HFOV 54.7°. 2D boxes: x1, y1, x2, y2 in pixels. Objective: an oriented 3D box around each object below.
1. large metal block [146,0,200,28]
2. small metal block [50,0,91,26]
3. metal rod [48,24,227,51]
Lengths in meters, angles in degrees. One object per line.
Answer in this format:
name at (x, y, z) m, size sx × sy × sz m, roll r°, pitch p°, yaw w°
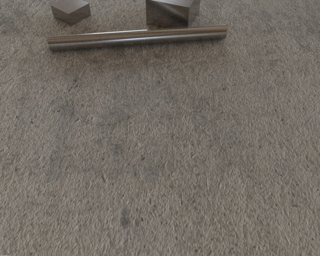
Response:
large metal block at (0.026, -0.229, 0.580) m, size 0.080 × 0.050 × 0.080 m, roll 16°, pitch 52°, yaw 12°
small metal block at (-0.169, -0.224, 0.589) m, size 0.050 × 0.025 × 0.050 m, roll 31°, pitch 56°, yaw 23°
metal rod at (-0.035, -0.156, 0.533) m, size 0.302 × 0.025 × 0.025 m, roll -6°, pitch 50°, yaw -5°
